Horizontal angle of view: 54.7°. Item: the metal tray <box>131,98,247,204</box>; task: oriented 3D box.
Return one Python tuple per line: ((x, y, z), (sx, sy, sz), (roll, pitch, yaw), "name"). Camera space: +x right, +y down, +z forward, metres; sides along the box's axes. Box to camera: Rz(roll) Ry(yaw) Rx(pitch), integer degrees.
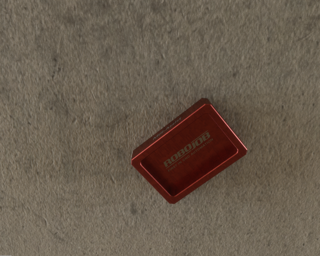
((0.038, 0.033, 0.419), (0.130, 0.030, 0.090), (-38, 106, 12), "metal tray")
